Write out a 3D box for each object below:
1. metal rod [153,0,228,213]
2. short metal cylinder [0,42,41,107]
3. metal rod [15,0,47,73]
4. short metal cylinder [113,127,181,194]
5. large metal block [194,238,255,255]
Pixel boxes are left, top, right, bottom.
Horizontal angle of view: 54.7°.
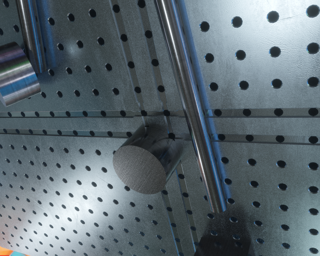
[{"bbox_3d":[0.042,-0.020,0.376,0.025,0.025,0.298,-3,117,30],"label":"metal rod"},{"bbox_3d":[-0.214,-0.076,0.440,0.080,0.050,0.080,41,148,33],"label":"short metal cylinder"},{"bbox_3d":[-0.171,-0.210,0.371,0.025,0.025,0.298,16,125,19],"label":"metal rod"},{"bbox_3d":[-0.018,0.045,0.432,0.080,0.050,0.079,13,124,21],"label":"short metal cylinder"},{"bbox_3d":[0.093,0.215,0.460,0.080,0.080,0.050,-7,115,31],"label":"large metal block"}]
